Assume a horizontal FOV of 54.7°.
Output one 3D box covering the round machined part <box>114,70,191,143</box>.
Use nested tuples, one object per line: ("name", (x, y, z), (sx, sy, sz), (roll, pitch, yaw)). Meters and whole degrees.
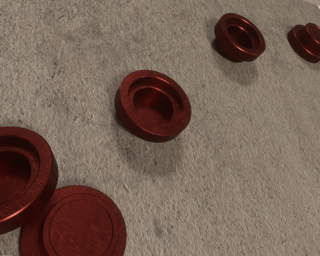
("round machined part", (-0.012, -0.024, 0.402), (0.099, 0.042, 0.098), (14, 56, -21))

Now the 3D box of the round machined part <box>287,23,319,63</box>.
("round machined part", (0.343, -0.199, 0.703), (0.099, 0.042, 0.098), (14, 56, -21))

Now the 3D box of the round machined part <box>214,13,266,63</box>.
("round machined part", (0.141, -0.160, 0.569), (0.099, 0.042, 0.098), (14, 56, -21))

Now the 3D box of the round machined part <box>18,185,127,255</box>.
("round machined part", (-0.078, 0.100, 0.291), (0.099, 0.042, 0.098), (14, 56, -21))

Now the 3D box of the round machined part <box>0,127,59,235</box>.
("round machined part", (-0.140, 0.049, 0.273), (0.099, 0.042, 0.098), (1, 50, -1))
